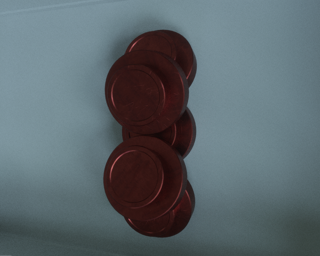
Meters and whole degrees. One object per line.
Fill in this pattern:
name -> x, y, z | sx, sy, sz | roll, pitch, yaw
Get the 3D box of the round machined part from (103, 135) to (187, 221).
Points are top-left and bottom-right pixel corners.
round machined part -> -0.022, 0.056, 0.353 | 0.098, 0.042, 0.098 | -4, 78, 19

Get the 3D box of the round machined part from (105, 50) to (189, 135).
round machined part -> -0.020, -0.039, 0.352 | 0.098, 0.042, 0.097 | 5, 104, 19

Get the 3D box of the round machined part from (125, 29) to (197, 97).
round machined part -> -0.006, -0.082, 0.390 | 0.098, 0.042, 0.098 | -5, 72, 18

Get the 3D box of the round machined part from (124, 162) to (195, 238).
round machined part -> -0.009, 0.095, 0.388 | 0.098, 0.042, 0.097 | 5, 107, 18

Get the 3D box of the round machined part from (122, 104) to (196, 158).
round machined part -> -0.006, 0.004, 0.402 | 0.098, 0.042, 0.097 | 0, 89, 20
